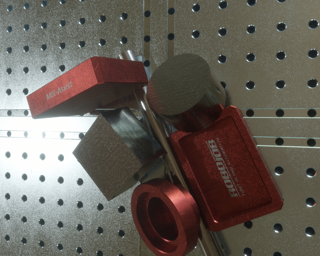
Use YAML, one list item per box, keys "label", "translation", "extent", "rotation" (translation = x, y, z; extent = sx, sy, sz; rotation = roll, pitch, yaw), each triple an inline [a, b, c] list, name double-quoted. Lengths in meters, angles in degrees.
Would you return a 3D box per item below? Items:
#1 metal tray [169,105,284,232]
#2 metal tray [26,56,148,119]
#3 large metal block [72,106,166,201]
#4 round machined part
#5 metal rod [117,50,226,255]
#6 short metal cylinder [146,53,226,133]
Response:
- label: "metal tray"
  translation: [0.079, 0.049, 0.378]
  extent: [0.090, 0.030, 0.129]
  rotation: [-26, 82, 18]
- label: "metal tray"
  translation: [-0.091, -0.047, 0.391]
  extent: [0.130, 0.091, 0.030]
  rotation: [-20, 85, 33]
- label: "large metal block"
  translation: [-0.053, 0.032, 0.395]
  extent: [0.080, 0.050, 0.080]
  rotation: [50, 123, 13]
- label: "round machined part"
  translation: [0.011, 0.108, 0.381]
  extent: [0.098, 0.042, 0.097]
  rotation: [20, 118, 44]
- label: "metal rod"
  translation: [0.013, 0.035, 0.403]
  extent: [0.025, 0.025, 0.299]
  rotation: [-27, 81, 18]
- label: "short metal cylinder"
  translation: [0.031, -0.041, 0.369]
  extent: [0.080, 0.050, 0.080]
  rotation: [-14, 60, 25]
